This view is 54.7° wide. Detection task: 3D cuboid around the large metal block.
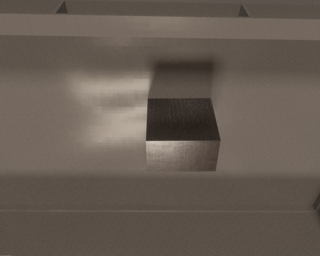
[{"bbox_3d":[0.025,0.007,0.379,0.081,0.080,0.050,0,130,0],"label":"large metal block"}]
